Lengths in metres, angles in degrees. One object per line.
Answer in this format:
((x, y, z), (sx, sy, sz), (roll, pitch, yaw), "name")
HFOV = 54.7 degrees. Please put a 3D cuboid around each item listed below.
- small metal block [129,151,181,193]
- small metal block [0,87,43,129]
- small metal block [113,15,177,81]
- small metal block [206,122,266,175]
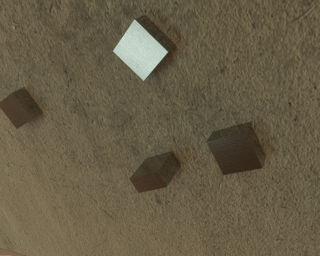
((-0.006, 0.061, 0.432), (0.050, 0.050, 0.025), (-20, 108, 35), "small metal block")
((-0.229, -0.032, 0.508), (0.050, 0.025, 0.050), (-23, 107, 36), "small metal block")
((-0.018, -0.092, 0.359), (0.050, 0.025, 0.050), (44, 129, -3), "small metal block")
((0.092, 0.026, 0.374), (0.050, 0.025, 0.050), (-18, 109, 35), "small metal block")
